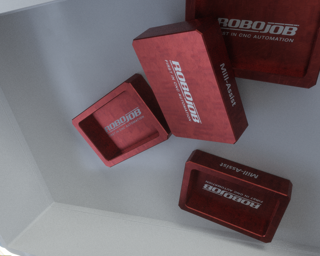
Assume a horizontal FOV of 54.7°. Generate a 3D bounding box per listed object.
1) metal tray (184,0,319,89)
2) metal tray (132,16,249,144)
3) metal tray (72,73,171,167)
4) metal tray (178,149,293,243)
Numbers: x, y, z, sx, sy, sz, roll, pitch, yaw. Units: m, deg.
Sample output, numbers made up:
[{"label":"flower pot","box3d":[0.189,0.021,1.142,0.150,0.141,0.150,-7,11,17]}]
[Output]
[{"label":"metal tray","box3d":[0.090,-0.094,0.299,0.130,0.030,0.089,13,124,21]},{"label":"metal tray","box3d":[0.034,-0.046,0.332,0.090,0.030,0.129,6,132,43]},{"label":"metal tray","box3d":[-0.053,-0.006,0.429,0.130,0.030,0.090,-28,103,37]},{"label":"metal tray","box3d":[0.094,0.090,0.410,0.130,0.030,0.089,18,126,17]}]
